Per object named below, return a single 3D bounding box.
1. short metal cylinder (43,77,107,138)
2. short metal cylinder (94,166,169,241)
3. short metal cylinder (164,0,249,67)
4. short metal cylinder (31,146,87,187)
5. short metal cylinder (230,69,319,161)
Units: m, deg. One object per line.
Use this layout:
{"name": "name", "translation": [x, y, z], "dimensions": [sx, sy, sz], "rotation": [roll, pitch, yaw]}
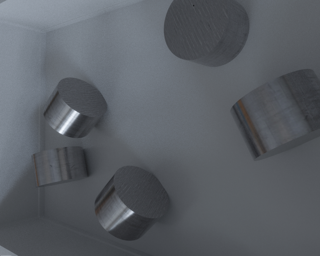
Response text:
{"name": "short metal cylinder", "translation": [-0.129, -0.031, 0.475], "dimensions": [0.050, 0.081, 0.080], "rotation": [-46, 63, 30]}
{"name": "short metal cylinder", "translation": [-0.036, 0.095, 0.399], "dimensions": [0.050, 0.081, 0.080], "rotation": [-52, 60, 27]}
{"name": "short metal cylinder", "translation": [0.051, -0.112, 0.347], "dimensions": [0.080, 0.050, 0.079], "rotation": [0, 90, 39]}
{"name": "short metal cylinder", "translation": [-0.162, 0.063, 0.501], "dimensions": [0.080, 0.081, 0.050], "rotation": [-20, 78, 38]}
{"name": "short metal cylinder", "translation": [0.111, -0.009, 0.278], "dimensions": [0.080, 0.081, 0.050], "rotation": [-34, 69, 34]}
